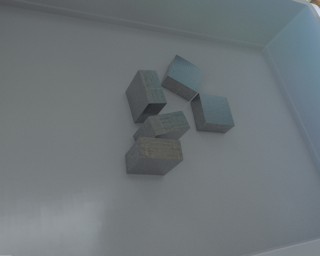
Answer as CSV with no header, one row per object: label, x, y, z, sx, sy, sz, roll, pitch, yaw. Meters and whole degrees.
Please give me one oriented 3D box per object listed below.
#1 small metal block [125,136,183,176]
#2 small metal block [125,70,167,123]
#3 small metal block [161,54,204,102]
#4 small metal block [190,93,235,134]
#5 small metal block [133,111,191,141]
small metal block,-0.008,0.034,0.364,0.050,0.050,0.025,7,59,-25
small metal block,-0.019,-0.040,0.403,0.025,0.050,0.050,-3,64,-30
small metal block,0.035,-0.076,0.470,0.050,0.025,0.050,28,52,-11
small metal block,0.077,-0.021,0.460,0.050,0.025,0.050,5,59,-26
small metal block,0.001,0.005,0.387,0.050,0.050,0.025,-12,68,-33
